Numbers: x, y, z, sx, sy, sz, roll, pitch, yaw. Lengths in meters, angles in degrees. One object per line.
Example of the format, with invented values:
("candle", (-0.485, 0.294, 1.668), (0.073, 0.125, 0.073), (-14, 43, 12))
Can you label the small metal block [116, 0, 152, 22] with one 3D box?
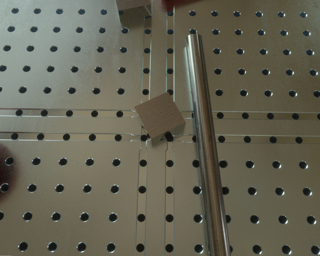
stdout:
("small metal block", (-0.044, -0.199, 0.484), (0.050, 0.025, 0.050), (-13, 71, -5))

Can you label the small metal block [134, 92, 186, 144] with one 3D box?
("small metal block", (0.000, -0.013, 0.416), (0.050, 0.025, 0.050), (-25, 72, -9))

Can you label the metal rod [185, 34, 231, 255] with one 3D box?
("metal rod", (0.060, 0.008, 0.409), (0.025, 0.025, 0.299), (-3, 70, -1))
